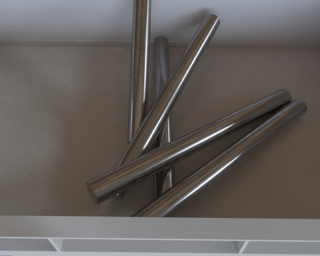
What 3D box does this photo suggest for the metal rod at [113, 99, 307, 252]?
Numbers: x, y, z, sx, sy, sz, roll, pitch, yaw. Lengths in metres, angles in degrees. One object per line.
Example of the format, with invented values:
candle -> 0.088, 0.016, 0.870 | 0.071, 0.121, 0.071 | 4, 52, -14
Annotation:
metal rod -> 0.079, 0.036, 0.355 | 0.302, 0.025, 0.025 | -30, 56, -30

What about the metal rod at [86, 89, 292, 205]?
metal rod -> 0.056, 0.010, 0.372 | 0.302, 0.025, 0.025 | -24, 54, -28

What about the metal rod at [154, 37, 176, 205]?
metal rod -> 0.004, -0.029, 0.429 | 0.025, 0.025, 0.300 | -1, 50, -1

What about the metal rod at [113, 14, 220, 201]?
metal rod -> 0.014, -0.045, 0.402 | 0.025, 0.025, 0.300 | 21, 62, 16

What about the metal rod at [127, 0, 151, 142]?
metal rod -> -0.026, -0.128, 0.420 | 0.025, 0.025, 0.299 | 1, 79, 1
